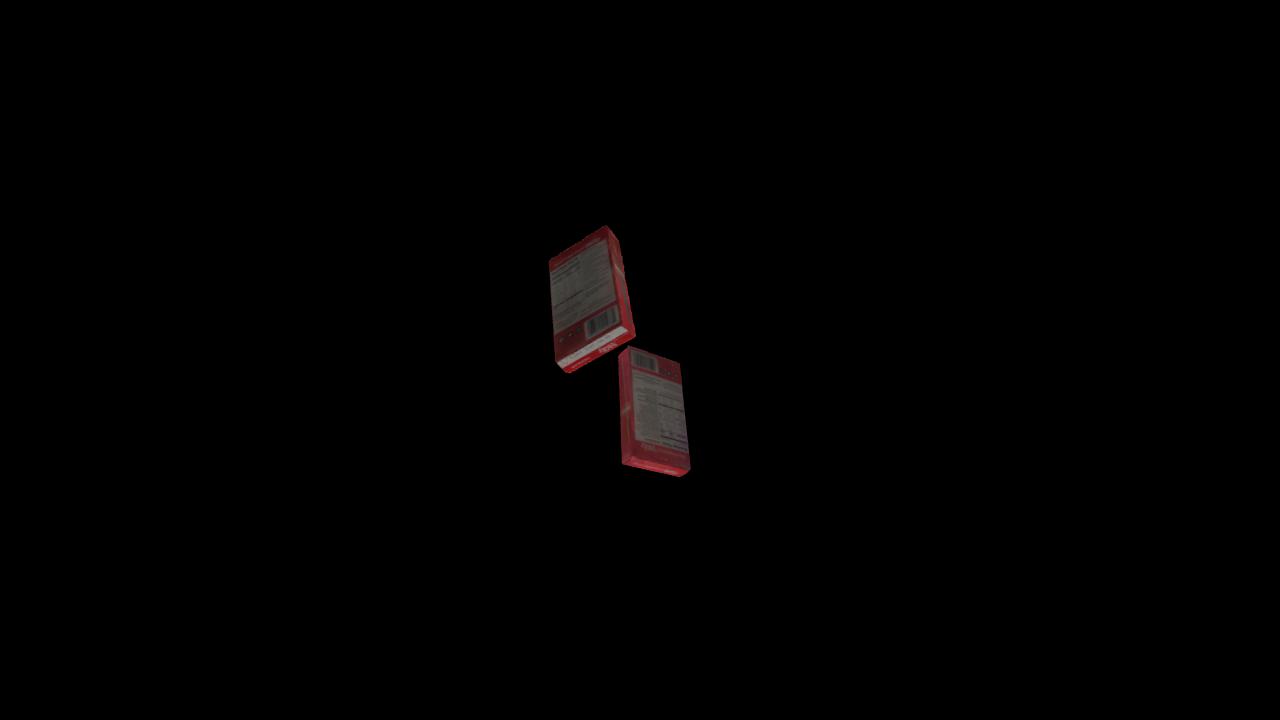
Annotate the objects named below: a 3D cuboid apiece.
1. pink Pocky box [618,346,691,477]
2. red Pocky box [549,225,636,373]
[{"bbox_3d":[0.016,0.062,0.756,0.084,0.155,0.029,18,-39,-29],"label":"pink Pocky box"},{"bbox_3d":[-0.052,-0.066,0.635,0.083,0.155,0.028,-28,-44,20],"label":"red Pocky box"}]
